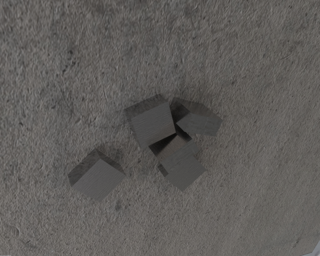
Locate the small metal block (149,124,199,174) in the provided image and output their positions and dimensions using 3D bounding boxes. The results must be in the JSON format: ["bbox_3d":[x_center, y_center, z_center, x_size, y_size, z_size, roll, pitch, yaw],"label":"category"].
[{"bbox_3d":[0.015,0.024,0.414,0.050,0.050,0.025,-36,129,-5],"label":"small metal block"}]

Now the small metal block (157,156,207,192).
[{"bbox_3d":[0.033,0.061,0.462,0.050,0.025,0.050,-43,130,1],"label":"small metal block"}]

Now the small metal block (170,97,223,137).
[{"bbox_3d":[0.045,-0.015,0.406,0.050,0.050,0.025,10,114,-33],"label":"small metal block"}]

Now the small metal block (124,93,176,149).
[{"bbox_3d":[-0.012,-0.009,0.395,0.050,0.025,0.050,-25,128,-13],"label":"small metal block"}]

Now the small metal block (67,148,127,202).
[{"bbox_3d":[-0.081,0.062,0.401,0.050,0.025,0.050,-45,129,3],"label":"small metal block"}]
